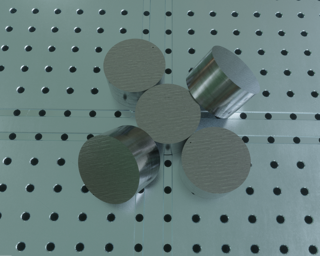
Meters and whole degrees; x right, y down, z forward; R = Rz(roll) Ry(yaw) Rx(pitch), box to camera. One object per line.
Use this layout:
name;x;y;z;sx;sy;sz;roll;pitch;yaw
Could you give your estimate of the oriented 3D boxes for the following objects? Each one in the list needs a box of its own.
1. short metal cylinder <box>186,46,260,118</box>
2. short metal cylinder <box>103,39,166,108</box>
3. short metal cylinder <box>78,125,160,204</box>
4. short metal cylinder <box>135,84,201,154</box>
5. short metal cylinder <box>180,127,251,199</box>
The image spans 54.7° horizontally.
short metal cylinder;0.081;-0.059;0.399;0.080;0.050;0.080;26;40;-24
short metal cylinder;-0.033;-0.074;0.425;0.081;0.050;0.080;0;70;0
short metal cylinder;-0.047;0.041;0.361;0.080;0.050;0.079;7;106;24
short metal cylinder;0.010;-0.010;0.402;0.081;0.050;0.080;0;70;0
short metal cylinder;0.065;0.044;0.383;0.081;0.050;0.080;0;70;0
